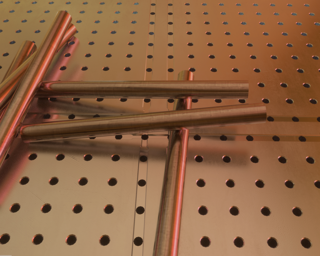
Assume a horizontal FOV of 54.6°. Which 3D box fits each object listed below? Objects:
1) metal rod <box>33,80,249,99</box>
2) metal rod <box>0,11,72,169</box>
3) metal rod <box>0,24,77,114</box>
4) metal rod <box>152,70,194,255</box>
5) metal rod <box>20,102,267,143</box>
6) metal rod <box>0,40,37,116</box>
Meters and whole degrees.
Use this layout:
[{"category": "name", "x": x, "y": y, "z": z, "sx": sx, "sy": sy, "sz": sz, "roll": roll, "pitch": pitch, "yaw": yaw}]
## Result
[{"category": "metal rod", "x": -0.034, "y": -0.053, "z": 0.428, "sx": 0.301, "sy": 0.025, "sz": 0.025, "roll": 1, "pitch": 50, "yaw": 10}, {"category": "metal rod", "x": -0.179, "y": -0.056, "z": 0.422, "sx": 0.025, "sy": 0.025, "sz": 0.300, "roll": 7, "pitch": 57, "yaw": 6}, {"category": "metal rod", "x": -0.197, "y": -0.078, "z": 0.451, "sx": 0.025, "sy": 0.025, "sz": 0.301, "roll": 11, "pitch": 44, "yaw": 9}, {"category": "metal rod", "x": 0.020, "y": 0.035, "z": 0.378, "sx": 0.025, "sy": 0.025, "sz": 0.300, "roll": 6, "pitch": 50, "yaw": 5}, {"category": "metal rod", "x": -0.025, "y": -0.006, "z": 0.386, "sx": 0.301, "sy": 0.025, "sz": 0.025, "roll": -5, "pitch": 50, "yaw": 6}, {"category": "metal rod", "x": -0.224, "y": -0.022, "z": 0.425, "sx": 0.025, "sy": 0.025, "sz": 0.300, "roll": 1, "pitch": 50, "yaw": 1}]
